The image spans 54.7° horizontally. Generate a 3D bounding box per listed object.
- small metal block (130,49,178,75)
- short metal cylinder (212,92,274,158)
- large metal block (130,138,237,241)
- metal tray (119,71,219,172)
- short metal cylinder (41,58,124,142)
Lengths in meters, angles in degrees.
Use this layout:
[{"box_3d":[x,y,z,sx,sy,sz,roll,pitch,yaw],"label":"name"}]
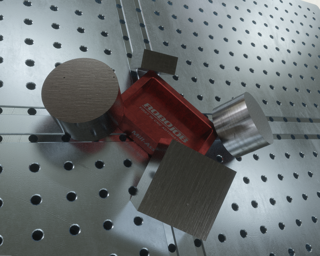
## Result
[{"box_3d":[-0.010,-0.093,0.440,0.050,0.050,0.025,8,96,-24],"label":"small metal block"},{"box_3d":[0.117,-0.004,0.438,0.080,0.050,0.080,38,37,-35],"label":"short metal cylinder"},{"box_3d":[0.024,0.065,0.343,0.080,0.050,0.080,28,83,-11],"label":"large metal block"},{"box_3d":[0.007,-0.007,0.412,0.130,0.030,0.090,41,51,0],"label":"metal tray"},{"box_3d":[-0.083,-0.031,0.347,0.081,0.050,0.080,0,65,0],"label":"short metal cylinder"}]
